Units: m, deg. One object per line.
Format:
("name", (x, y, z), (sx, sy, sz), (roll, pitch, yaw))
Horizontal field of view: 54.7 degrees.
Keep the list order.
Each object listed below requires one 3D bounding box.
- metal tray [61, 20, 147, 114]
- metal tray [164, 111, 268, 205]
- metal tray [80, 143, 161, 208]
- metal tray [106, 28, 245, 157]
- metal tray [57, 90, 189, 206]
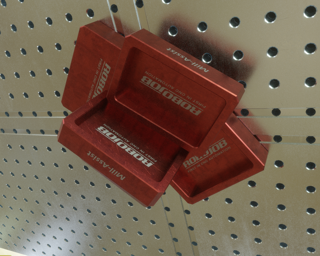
("metal tray", (-0.073, -0.060, 0.407), (0.090, 0.030, 0.129), (33, 129, 5))
("metal tray", (0.057, 0.038, 0.398), (0.090, 0.030, 0.129), (47, 129, -6))
("metal tray", (-0.056, 0.058, 0.447), (0.130, 0.030, 0.090), (36, 154, 3))
("metal tray", (0.012, -0.037, 0.338), (0.130, 0.030, 0.089), (31, 128, 7))
("metal tray", (-0.038, 0.018, 0.359), (0.130, 0.090, 0.030), (35, 129, 4))
